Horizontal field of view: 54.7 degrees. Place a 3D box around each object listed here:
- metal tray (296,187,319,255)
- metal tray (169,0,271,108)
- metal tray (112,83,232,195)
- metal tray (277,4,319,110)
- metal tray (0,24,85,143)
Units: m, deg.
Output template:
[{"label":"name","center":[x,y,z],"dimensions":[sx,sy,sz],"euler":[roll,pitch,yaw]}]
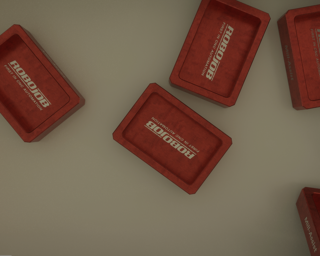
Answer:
[{"label":"metal tray","center":[0.221,0.129,0.359],"dimensions":[0.090,0.130,0.030],"euler":[7,123,5]},{"label":"metal tray","center":[0.077,-0.102,0.409],"dimensions":[0.090,0.030,0.129],"euler":[23,90,0]},{"label":"metal tray","center":[0.016,0.014,0.408],"dimensions":[0.130,0.030,0.090],"euler":[36,90,0]},{"label":"metal tray","center":[0.215,-0.095,0.410],"dimensions":[0.091,0.030,0.129],"euler":[-10,90,0]},{"label":"metal tray","center":[-0.175,-0.057,0.407],"dimensions":[0.090,0.030,0.130],"euler":[-39,90,0]}]
